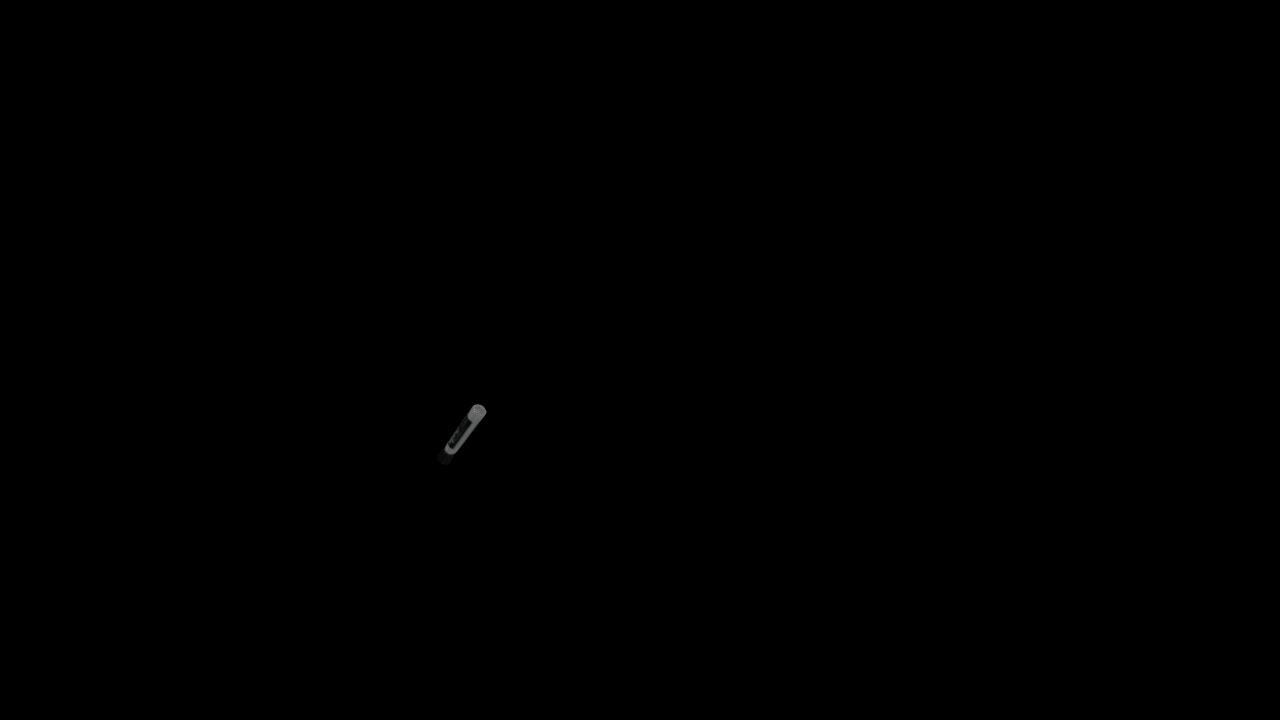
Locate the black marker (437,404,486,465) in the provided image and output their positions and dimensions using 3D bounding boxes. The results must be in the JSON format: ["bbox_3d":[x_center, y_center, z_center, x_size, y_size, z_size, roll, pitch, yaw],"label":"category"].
[{"bbox_3d":[-0.233,0.099,0.797,0.020,0.020,0.121,0,-38,-46],"label":"black marker"}]
